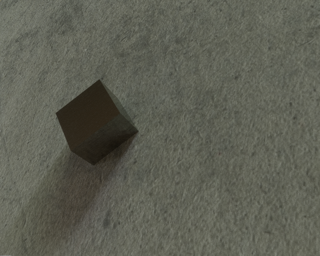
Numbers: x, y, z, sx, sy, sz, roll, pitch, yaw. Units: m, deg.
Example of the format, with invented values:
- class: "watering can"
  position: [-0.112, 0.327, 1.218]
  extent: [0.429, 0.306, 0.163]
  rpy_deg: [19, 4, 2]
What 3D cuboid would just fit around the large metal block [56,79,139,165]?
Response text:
- class: "large metal block"
  position: [-0.090, -0.009, 0.439]
  extent: [0.080, 0.050, 0.080]
  rpy_deg: [-37, 51, 3]
